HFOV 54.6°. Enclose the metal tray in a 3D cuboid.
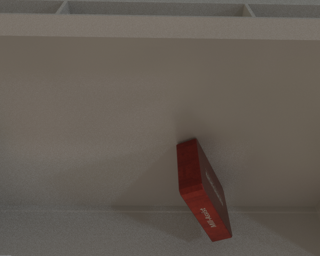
[{"bbox_3d":[0.064,0.090,0.442,0.030,0.090,0.130,-20,128,16],"label":"metal tray"}]
